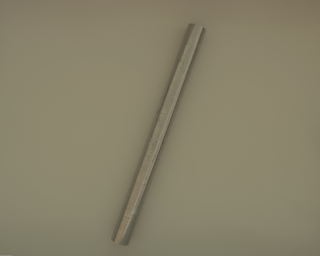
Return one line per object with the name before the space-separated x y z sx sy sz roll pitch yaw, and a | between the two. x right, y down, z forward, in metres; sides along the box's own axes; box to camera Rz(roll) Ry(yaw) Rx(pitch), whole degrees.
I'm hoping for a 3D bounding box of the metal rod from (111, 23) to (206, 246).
metal rod | -0.002 0.008 0.409 0.025 0.025 0.299 20 90 0
